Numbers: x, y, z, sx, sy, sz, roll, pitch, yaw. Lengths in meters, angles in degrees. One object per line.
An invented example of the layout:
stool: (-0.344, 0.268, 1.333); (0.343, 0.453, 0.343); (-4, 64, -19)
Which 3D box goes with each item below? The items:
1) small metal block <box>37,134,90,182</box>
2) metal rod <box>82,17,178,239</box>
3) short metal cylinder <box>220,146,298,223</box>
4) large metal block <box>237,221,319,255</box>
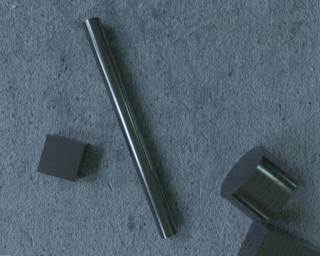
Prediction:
small metal block: (-0.127, 0.039, 0.408); (0.050, 0.025, 0.050); (15, 90, -1)
metal rod: (-0.039, 0.000, 0.409); (0.025, 0.025, 0.299); (-20, 90, 0)
short metal cylinder: (0.121, 0.068, 0.384); (0.050, 0.080, 0.080); (39, 90, -1)
large metal block: (0.150, 0.175, 0.400); (0.080, 0.050, 0.080); (25, 90, -1)
